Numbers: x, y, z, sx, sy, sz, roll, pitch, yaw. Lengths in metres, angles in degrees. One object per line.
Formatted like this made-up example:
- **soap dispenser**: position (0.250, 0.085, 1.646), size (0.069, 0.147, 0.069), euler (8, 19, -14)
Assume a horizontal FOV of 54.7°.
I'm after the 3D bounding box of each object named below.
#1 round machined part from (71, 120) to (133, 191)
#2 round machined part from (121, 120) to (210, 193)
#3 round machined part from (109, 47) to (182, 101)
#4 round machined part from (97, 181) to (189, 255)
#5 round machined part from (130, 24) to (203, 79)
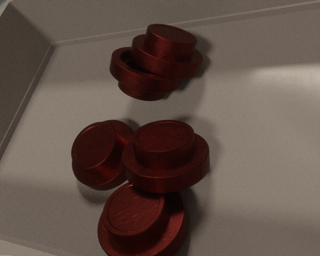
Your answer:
- **round machined part**: position (-0.079, 0.031, 0.416), size (0.098, 0.042, 0.098), euler (-13, 56, 20)
- **round machined part**: position (0.005, 0.024, 0.346), size (0.099, 0.042, 0.098), euler (-5, 29, 3)
- **round machined part**: position (-0.021, -0.072, 0.426), size (0.099, 0.042, 0.098), euler (12, 33, -8)
- **round machined part**: position (-0.022, 0.094, 0.329), size (0.098, 0.042, 0.098), euler (-13, 40, 11)
- **round machined part**: position (0.012, -0.108, 0.418), size (0.099, 0.042, 0.098), euler (12, 33, -8)
